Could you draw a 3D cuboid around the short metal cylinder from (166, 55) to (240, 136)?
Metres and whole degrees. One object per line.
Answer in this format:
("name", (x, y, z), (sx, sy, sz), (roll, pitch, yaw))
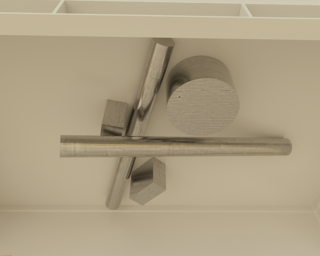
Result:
("short metal cylinder", (0.048, -0.037, 0.362), (0.081, 0.050, 0.079), (0, 130, 0))

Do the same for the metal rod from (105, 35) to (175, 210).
("metal rod", (-0.037, 0.016, 0.422), (0.025, 0.025, 0.298), (12, 129, -11))

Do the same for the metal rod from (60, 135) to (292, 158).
("metal rod", (0.034, 0.023, 0.387), (0.303, 0.025, 0.025), (1, 132, -19))

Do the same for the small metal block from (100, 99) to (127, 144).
("small metal block", (-0.060, 0.000, 0.392), (0.025, 0.050, 0.050), (10, 129, -9))

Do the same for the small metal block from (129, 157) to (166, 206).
("small metal block", (-0.018, 0.079, 0.459), (0.025, 0.050, 0.050), (36, 121, -27))
